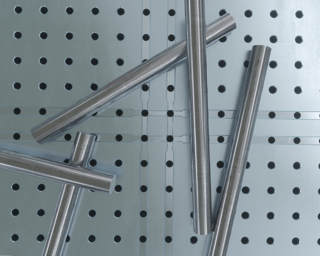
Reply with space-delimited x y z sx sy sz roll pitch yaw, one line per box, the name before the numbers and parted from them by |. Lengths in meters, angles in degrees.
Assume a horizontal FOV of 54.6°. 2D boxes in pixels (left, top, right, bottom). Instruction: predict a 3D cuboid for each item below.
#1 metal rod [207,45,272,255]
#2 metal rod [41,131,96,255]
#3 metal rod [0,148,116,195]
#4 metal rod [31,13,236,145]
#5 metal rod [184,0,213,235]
metal rod | 0.104 0.039 0.413 0.025 0.025 0.299 12 90 0
metal rod | -0.139 0.151 0.412 0.025 0.025 0.299 16 90 0
metal rod | -0.205 0.038 0.396 0.301 0.025 0.025 12 90 6
metal rod | -0.034 -0.065 0.413 0.301 0.025 0.025 -31 90 0
metal rod | 0.050 -0.011 0.398 0.025 0.025 0.298 -3 96 0
